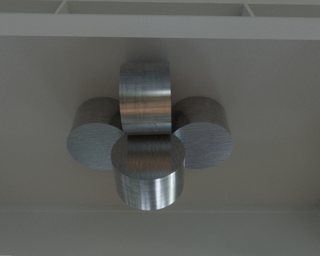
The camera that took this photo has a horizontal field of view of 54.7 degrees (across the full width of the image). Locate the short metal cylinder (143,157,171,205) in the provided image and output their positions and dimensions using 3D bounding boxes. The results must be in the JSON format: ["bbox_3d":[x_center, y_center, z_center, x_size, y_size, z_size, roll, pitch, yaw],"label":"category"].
[{"bbox_3d":[-0.012,0.066,0.426,0.050,0.080,0.079,-2,130,1],"label":"short metal cylinder"}]

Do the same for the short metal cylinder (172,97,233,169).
[{"bbox_3d":[0.049,0.007,0.396,0.081,0.050,0.079,0,130,0],"label":"short metal cylinder"}]

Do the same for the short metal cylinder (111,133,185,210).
[{"bbox_3d":[-0.012,0.045,0.350,0.080,0.080,0.050,-1,130,0],"label":"short metal cylinder"}]

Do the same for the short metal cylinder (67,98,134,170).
[{"bbox_3d":[-0.073,0.008,0.397,0.081,0.050,0.079,0,130,0],"label":"short metal cylinder"}]

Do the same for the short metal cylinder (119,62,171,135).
[{"bbox_3d":[-0.014,-0.032,0.342,0.050,0.080,0.079,-2,130,1],"label":"short metal cylinder"}]
